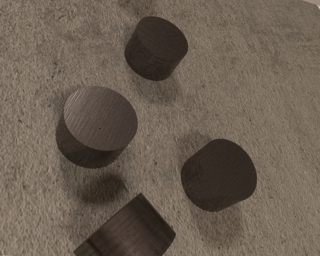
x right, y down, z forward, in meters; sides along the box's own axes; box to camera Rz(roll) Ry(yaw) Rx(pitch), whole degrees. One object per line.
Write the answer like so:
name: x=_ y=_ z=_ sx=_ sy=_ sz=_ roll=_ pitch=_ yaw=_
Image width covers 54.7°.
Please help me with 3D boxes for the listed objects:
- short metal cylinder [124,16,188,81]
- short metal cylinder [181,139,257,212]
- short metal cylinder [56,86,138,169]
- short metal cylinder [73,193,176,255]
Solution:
short metal cylinder: x=-0.006 y=-0.117 z=0.457 sx=0.081 sy=0.050 sz=0.080 roll=14 pitch=56 yaw=-21
short metal cylinder: x=0.074 y=0.060 z=0.393 sx=0.081 sy=0.050 sz=0.080 roll=14 pitch=56 yaw=-21
short metal cylinder: x=-0.072 y=0.000 z=0.350 sx=0.081 sy=0.050 sz=0.080 roll=14 pitch=56 yaw=-21
short metal cylinder: x=-0.032 y=0.106 z=0.288 sx=0.050 sy=0.080 sz=0.081 roll=49 pitch=51 yaw=6
